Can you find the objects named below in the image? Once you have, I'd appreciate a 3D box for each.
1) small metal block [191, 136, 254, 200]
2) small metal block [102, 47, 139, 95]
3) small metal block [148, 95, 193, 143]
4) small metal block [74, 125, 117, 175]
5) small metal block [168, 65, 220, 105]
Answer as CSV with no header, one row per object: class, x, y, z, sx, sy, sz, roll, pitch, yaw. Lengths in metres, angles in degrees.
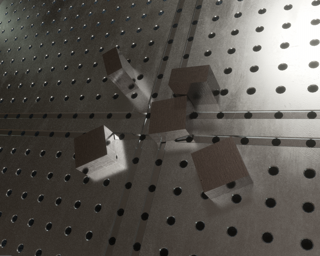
small metal block,0.068,0.044,0.345,0.050,0.025,0.050,-25,53,12
small metal block,-0.061,-0.087,0.476,0.025,0.050,0.050,-28,53,11
small metal block,0.015,-0.011,0.406,0.050,0.025,0.050,-9,58,23
small metal block,-0.091,0.031,0.435,0.050,0.025,0.050,-24,53,13
small metal block,0.045,-0.054,0.400,0.050,0.050,0.025,-1,62,27
